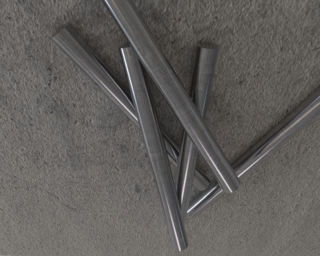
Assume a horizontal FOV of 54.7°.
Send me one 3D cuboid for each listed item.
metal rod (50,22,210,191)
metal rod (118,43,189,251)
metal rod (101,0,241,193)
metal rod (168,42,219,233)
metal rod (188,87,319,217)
[{"bbox_3d":[-0.019,-0.007,0.400,0.025,0.025,0.300,-28,125,21],"label":"metal rod"},{"bbox_3d":[-0.001,0.042,0.396,0.025,0.025,0.298,-10,116,8],"label":"metal rod"},{"bbox_3d":[0.014,-0.040,0.336,0.025,0.025,0.299,-25,115,20],"label":"metal rod"},{"bbox_3d":[0.038,0.037,0.411,0.025,0.025,0.298,4,122,-4],"label":"metal rod"},{"bbox_3d":[0.133,0.044,0.445,0.025,0.025,0.298,25,126,-20],"label":"metal rod"}]
